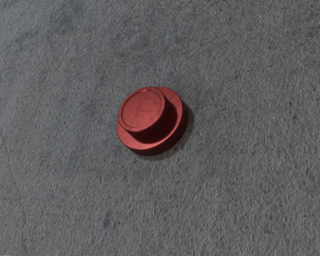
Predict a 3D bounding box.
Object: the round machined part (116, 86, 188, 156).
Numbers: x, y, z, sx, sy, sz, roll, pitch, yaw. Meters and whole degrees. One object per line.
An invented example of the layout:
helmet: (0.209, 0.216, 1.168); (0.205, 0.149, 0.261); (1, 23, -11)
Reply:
round machined part: (-0.016, -0.015, 0.410); (0.098, 0.042, 0.098); (-13, 56, 20)
